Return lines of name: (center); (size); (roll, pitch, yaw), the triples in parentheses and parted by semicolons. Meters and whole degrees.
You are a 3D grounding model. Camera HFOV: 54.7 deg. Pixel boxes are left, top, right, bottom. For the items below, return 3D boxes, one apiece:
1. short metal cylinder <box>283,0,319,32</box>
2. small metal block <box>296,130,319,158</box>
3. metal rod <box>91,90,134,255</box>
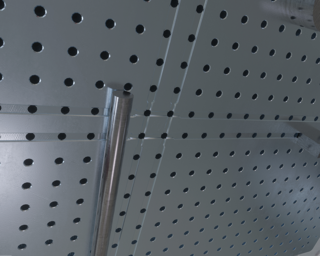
short metal cylinder: (0.211, -0.170, 0.405); (0.081, 0.050, 0.079); (-14, 124, -21)
small metal block: (0.292, 0.029, 0.572); (0.050, 0.050, 0.025); (-5, 121, -26)
metal rod: (-0.072, 0.091, 0.428); (0.025, 0.025, 0.298); (-2, 120, -27)
